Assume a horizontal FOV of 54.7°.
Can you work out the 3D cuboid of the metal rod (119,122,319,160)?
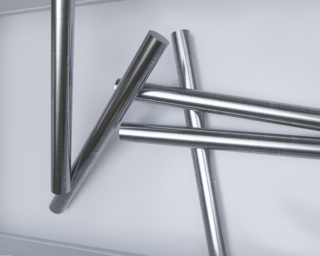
[{"bbox_3d":[0.101,0.016,0.355,0.301,0.025,0.025,5,92,12],"label":"metal rod"}]

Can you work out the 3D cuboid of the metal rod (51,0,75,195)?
[{"bbox_3d":[-0.115,-0.057,0.363,0.025,0.025,0.298,14,111,19],"label":"metal rod"}]

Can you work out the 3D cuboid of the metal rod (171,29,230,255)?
[{"bbox_3d":[0.051,0.024,0.392,0.025,0.025,0.298,-11,87,19],"label":"metal rod"}]

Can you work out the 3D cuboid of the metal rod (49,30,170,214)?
[{"bbox_3d":[-0.077,0.012,0.394,0.025,0.025,0.298,43,119,14],"label":"metal rod"}]

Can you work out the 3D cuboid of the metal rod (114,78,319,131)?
[{"bbox_3d":[0.092,-0.024,0.358,0.301,0.025,0.025,10,94,12],"label":"metal rod"}]
